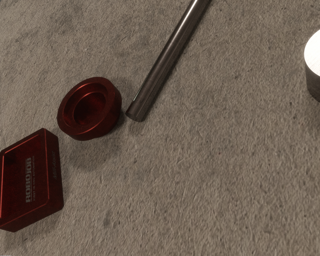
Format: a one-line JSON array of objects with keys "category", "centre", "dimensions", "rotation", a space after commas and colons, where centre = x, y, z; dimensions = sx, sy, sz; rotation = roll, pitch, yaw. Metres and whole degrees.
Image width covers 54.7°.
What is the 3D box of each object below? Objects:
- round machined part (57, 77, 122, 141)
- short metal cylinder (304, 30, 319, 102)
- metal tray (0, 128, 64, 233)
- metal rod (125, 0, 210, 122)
[{"category": "round machined part", "centre": [-0.098, -0.024, 0.458], "dimensions": [0.098, 0.042, 0.098], "rotation": [-13, 56, 20]}, {"category": "short metal cylinder", "centre": [0.197, -0.066, 0.325], "dimensions": [0.080, 0.050, 0.080], "rotation": [-13, 56, 20]}, {"category": "metal tray", "centre": [-0.192, 0.073, 0.453], "dimensions": [0.090, 0.030, 0.130], "rotation": [-27, 52, 10]}, {"category": "metal rod", "centre": [0.031, -0.141, 0.472], "dimensions": [0.025, 0.025, 0.300], "rotation": [17, 70, 34]}]
